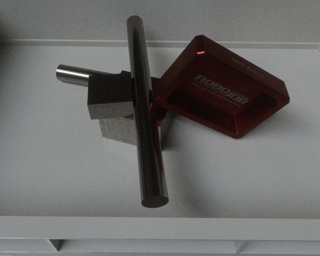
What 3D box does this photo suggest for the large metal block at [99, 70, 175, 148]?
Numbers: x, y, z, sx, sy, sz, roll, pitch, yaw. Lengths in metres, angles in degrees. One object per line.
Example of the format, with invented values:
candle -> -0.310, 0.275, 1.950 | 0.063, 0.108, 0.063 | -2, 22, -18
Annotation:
large metal block -> -0.025, -0.024, 0.407 | 0.080, 0.050, 0.080 | 14, 51, 11

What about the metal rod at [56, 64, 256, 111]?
metal rod -> -0.006, -0.056, 0.451 | 0.301, 0.025, 0.025 | 11, 51, 9

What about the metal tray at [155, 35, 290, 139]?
metal tray -> 0.071, -0.041, 0.362 | 0.131, 0.090, 0.030 | 22, 47, -24

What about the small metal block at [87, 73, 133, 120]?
small metal block -> -0.058, -0.039, 0.370 | 0.050, 0.025, 0.050 | -5, 50, -5

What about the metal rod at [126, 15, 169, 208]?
metal rod -> -0.022, -0.047, 0.377 | 0.025, 0.025, 0.300 | -5, 50, -5
